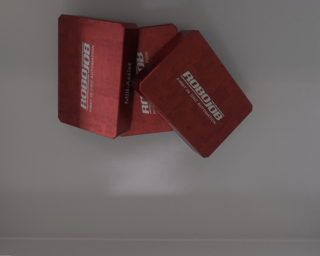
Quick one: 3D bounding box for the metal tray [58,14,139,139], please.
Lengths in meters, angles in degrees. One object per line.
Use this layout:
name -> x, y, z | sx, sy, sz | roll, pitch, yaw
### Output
metal tray -> -0.076, -0.061, 0.365 | 0.090, 0.030, 0.129 | 16, 112, 23

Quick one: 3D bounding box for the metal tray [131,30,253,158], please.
metal tray -> 0.042, -0.038, 0.366 | 0.090, 0.030, 0.130 | -46, 118, -5

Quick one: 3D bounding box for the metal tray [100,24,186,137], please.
metal tray -> -0.018, -0.058, 0.387 | 0.091, 0.030, 0.129 | -7, 110, 2
